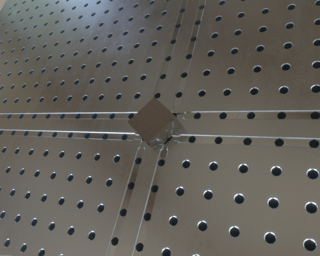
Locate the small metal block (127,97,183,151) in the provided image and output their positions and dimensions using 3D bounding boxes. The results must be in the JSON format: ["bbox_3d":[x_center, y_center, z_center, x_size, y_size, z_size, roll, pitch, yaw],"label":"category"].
[{"bbox_3d":[-0.007,-0.006,0.417,0.050,0.025,0.050,-44,51,-2],"label":"small metal block"}]
